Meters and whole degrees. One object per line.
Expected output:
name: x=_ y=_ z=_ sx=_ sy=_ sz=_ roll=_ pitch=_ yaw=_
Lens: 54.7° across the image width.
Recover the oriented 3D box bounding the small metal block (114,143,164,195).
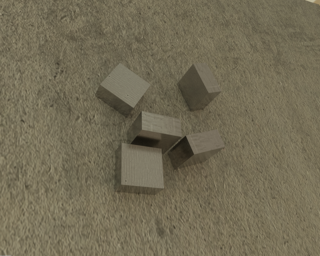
small metal block: x=-0.025 y=0.048 z=0.361 sx=0.050 sy=0.025 sz=0.050 roll=10 pitch=57 yaw=-23

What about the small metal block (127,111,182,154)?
small metal block: x=-0.008 y=0.007 z=0.379 sx=0.050 sy=0.050 sz=0.025 roll=11 pitch=57 yaw=-22

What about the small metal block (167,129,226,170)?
small metal block: x=0.046 y=0.028 z=0.395 sx=0.050 sy=0.050 sz=0.025 roll=-10 pitch=67 yaw=-32

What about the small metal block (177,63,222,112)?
small metal block: x=0.056 y=-0.059 z=0.454 sx=0.025 sy=0.050 sz=0.050 roll=-11 pitch=68 yaw=-33

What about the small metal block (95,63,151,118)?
small metal block: x=-0.048 y=-0.050 z=0.408 sx=0.050 sy=0.025 sz=0.050 roll=35 pitch=51 yaw=-5
